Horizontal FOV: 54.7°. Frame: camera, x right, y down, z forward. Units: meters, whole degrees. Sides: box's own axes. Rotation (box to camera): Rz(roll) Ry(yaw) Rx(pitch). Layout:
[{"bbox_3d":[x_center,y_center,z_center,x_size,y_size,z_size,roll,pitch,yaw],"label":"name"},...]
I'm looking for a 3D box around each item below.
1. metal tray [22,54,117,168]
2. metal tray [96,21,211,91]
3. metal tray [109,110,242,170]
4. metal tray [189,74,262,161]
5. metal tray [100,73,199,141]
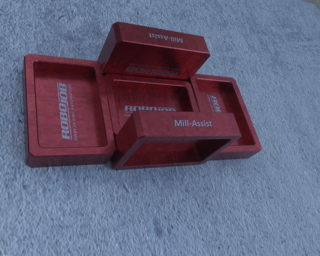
[{"bbox_3d":[-0.107,-0.022,0.358,0.091,0.030,0.130,0,62,-28],"label":"metal tray"},{"bbox_3d":[-0.011,-0.089,0.414,0.131,0.090,0.030,0,62,-29],"label":"metal tray"},{"bbox_3d":[0.017,0.016,0.362,0.131,0.090,0.030,0,62,-29],"label":"metal tray"},{"bbox_3d":[0.089,-0.018,0.463,0.091,0.030,0.130,0,62,-28],"label":"metal tray"},{"bbox_3d":[-0.010,-0.022,0.411,0.131,0.030,0.090,1,61,-28],"label":"metal tray"}]
